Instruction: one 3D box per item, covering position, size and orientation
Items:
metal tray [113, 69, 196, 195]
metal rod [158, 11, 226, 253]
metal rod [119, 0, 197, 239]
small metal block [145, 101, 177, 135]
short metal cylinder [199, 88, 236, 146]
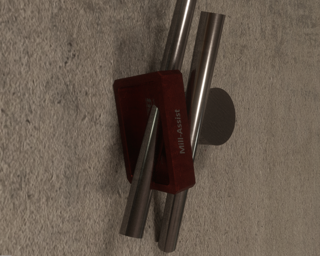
[{"bbox_3d":[-0.009,0.004,0.356,0.030,0.090,0.129,-13,99,-40],"label":"metal tray"},{"bbox_3d":[0.031,0.022,0.364,0.025,0.025,0.298,-10,118,-40],"label":"metal rod"},{"bbox_3d":[0.003,-0.028,0.360,0.025,0.025,0.299,24,73,-38],"label":"metal rod"},{"bbox_3d":[0.016,-0.002,0.396,0.050,0.050,0.025,-30,147,-26],"label":"small metal block"},{"bbox_3d":[0.063,-0.016,0.444,0.081,0.050,0.079,0,90,-41],"label":"short metal cylinder"}]
